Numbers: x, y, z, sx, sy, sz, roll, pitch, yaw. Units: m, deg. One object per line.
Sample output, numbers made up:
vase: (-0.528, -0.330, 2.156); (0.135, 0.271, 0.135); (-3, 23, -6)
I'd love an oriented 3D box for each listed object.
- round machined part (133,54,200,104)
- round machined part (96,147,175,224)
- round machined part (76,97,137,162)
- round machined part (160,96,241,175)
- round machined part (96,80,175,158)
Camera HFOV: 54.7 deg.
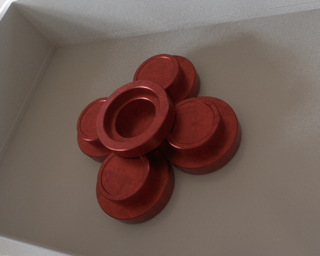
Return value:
round machined part: (0.002, -0.063, 0.429); (0.098, 0.042, 0.098); (-13, 56, 21)
round machined part: (-0.036, 0.061, 0.373); (0.098, 0.042, 0.098); (-13, 55, 19)
round machined part: (-0.076, -0.004, 0.435); (0.098, 0.042, 0.098); (-13, 56, 21)
round machined part: (0.043, 0.003, 0.368); (0.098, 0.042, 0.098); (-13, 56, 21)
round machined part: (-0.026, -0.008, 0.384); (0.098, 0.042, 0.098); (-13, 56, 21)
